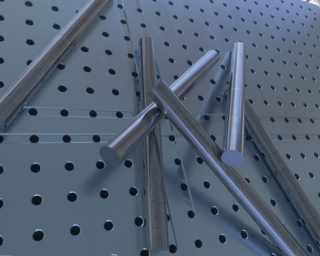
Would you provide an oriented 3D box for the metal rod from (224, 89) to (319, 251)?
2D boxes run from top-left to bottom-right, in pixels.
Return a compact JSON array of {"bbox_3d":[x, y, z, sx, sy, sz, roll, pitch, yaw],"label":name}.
[{"bbox_3d":[0.182,0.064,0.466,0.025,0.025,0.299,-16,70,-34],"label":"metal rod"}]

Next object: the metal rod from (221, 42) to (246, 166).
[{"bbox_3d":[0.114,-0.057,0.463,0.025,0.025,0.301,30,39,-9],"label":"metal rod"}]

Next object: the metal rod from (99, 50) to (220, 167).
[{"bbox_3d":[0.020,-0.047,0.420,0.025,0.025,0.301,42,43,1],"label":"metal rod"}]

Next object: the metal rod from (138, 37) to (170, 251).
[{"bbox_3d":[-0.012,-0.001,0.401,0.025,0.025,0.299,10,57,-23],"label":"metal rod"}]

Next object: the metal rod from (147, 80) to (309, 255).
[{"bbox_3d":[0.091,0.065,0.379,0.300,0.025,0.025,50,51,-8],"label":"metal rod"}]

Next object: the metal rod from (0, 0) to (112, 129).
[{"bbox_3d":[-0.125,-0.117,0.412,0.025,0.025,0.300,30,52,-9],"label":"metal rod"}]
